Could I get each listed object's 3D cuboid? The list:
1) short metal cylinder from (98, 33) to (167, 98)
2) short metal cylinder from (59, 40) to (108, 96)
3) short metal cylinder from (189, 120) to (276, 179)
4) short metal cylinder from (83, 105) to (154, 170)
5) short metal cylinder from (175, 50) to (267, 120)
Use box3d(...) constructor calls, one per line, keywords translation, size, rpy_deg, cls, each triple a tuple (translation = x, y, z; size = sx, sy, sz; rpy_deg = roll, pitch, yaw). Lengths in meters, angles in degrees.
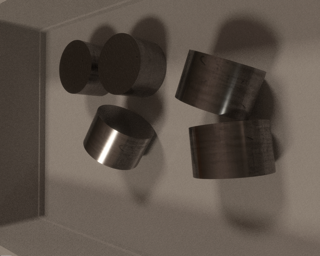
box3d(translation=(-0.038, -0.083, 0.420), size=(0.080, 0.050, 0.079), rpy_deg=(0, 90, 39), cls="short metal cylinder")
box3d(translation=(-0.111, -0.091, 0.479), size=(0.080, 0.050, 0.079), rpy_deg=(0, 90, 39), cls="short metal cylinder")
box3d(translation=(0.071, 0.021, 0.311), size=(0.080, 0.081, 0.050), rpy_deg=(-8, 85, 39), cls="short metal cylinder")
box3d(translation=(-0.055, 0.011, 0.414), size=(0.080, 0.081, 0.050), rpy_deg=(42, 115, 31), cls="short metal cylinder")
box3d(translation=(0.061, -0.045, 0.319), size=(0.080, 0.081, 0.050), rpy_deg=(27, 107, 36), cls="short metal cylinder")
